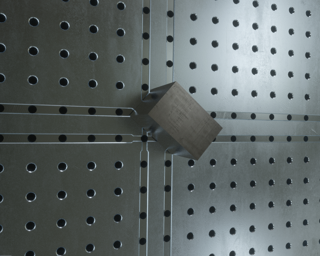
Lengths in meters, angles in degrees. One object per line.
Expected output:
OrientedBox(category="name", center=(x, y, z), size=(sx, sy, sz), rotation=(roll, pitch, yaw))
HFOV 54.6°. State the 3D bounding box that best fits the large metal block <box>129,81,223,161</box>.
OrientedBox(category="large metal block", center=(0.017, -0.008, 0.389), size=(0.080, 0.080, 0.050), rotation=(43, 77, -15))
